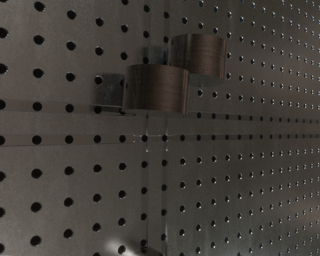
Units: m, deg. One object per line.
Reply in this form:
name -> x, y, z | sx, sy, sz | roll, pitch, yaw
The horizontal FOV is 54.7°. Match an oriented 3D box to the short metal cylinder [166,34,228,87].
short metal cylinder -> 0.049, -0.088, 0.416 | 0.081, 0.080, 0.050 | 7, 86, -40

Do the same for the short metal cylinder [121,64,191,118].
short metal cylinder -> -0.005, -0.042, 0.371 | 0.081, 0.080, 0.050 | 7, 86, -40

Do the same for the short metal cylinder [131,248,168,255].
short metal cylinder -> -0.008, 0.199, 0.389 | 0.081, 0.050, 0.079 | 0, 90, -40
